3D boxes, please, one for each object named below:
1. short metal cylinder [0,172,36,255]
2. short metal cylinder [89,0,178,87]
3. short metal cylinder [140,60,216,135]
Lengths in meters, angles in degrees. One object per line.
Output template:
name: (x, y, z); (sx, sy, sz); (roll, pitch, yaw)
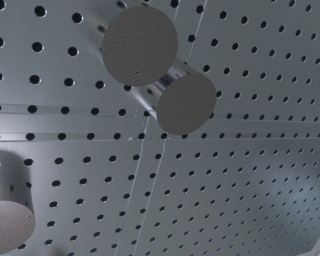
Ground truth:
short metal cylinder: (-0.188, 0.098, 0.353); (0.081, 0.050, 0.079); (-14, 124, -21)
short metal cylinder: (-0.028, -0.090, 0.324); (0.081, 0.050, 0.079); (-14, 124, -21)
short metal cylinder: (0.022, -0.038, 0.383); (0.081, 0.050, 0.079); (-14, 124, -21)
